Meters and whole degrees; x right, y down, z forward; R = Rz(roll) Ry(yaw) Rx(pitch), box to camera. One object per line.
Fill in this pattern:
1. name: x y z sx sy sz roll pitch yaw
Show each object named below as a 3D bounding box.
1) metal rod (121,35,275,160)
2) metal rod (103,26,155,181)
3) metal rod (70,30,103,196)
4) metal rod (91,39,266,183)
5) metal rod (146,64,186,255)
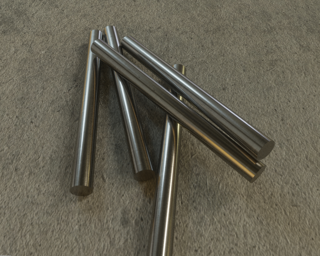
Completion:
1. metal rod: 0.028 -0.059 0.416 0.025 0.025 0.300 -27 47 -21
2. metal rod: -0.052 -0.057 0.450 0.025 0.025 0.300 -10 51 -9
3. metal rod: -0.099 -0.045 0.439 0.025 0.025 0.300 -3 50 -3
4. metal rod: 0.005 -0.037 0.400 0.025 0.025 0.300 -34 58 -25
5. metal rod: 0.013 0.025 0.382 0.025 0.025 0.300 5 50 3
